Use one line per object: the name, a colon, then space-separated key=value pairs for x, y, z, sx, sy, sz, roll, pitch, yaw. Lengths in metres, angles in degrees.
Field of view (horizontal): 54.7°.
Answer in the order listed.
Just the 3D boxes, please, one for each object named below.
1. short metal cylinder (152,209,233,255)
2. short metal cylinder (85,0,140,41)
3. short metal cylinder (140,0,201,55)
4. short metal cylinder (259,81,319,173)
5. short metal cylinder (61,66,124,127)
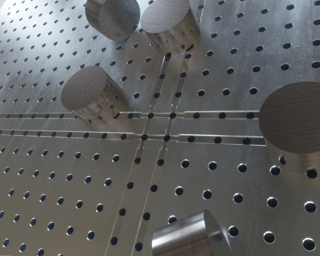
short metal cylinder: x=0.034 y=0.121 z=0.280 sx=0.050 sy=0.080 sz=0.080 roll=-26 pitch=53 yaw=12
short metal cylinder: x=-0.082 y=-0.199 z=0.538 sx=0.080 sy=0.080 sz=0.050 roll=-46 pitch=51 yaw=-4
short metal cylinder: x=0.017 y=-0.161 z=0.482 sx=0.080 sy=0.050 sz=0.080 roll=-13 pitch=56 yaw=21
short metal cylinder: x=0.146 y=0.000 z=0.315 sx=0.080 sy=0.050 sz=0.080 roll=-13 pitch=56 yaw=21
short metal cylinder: x=-0.103 y=-0.049 z=0.476 sx=0.080 sy=0.050 sz=0.080 roll=-13 pitch=56 yaw=21
